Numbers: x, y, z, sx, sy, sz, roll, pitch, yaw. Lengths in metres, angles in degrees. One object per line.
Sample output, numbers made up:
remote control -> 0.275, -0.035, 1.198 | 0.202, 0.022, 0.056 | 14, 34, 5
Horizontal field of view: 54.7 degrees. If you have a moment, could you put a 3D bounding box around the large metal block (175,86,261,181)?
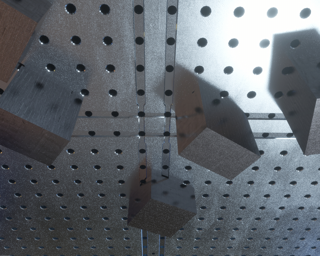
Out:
large metal block -> 0.068, 0.006, 0.382 | 0.080, 0.080, 0.050 | 27, 125, -22

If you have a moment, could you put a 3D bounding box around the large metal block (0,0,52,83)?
large metal block -> -0.167, -0.105, 0.303 | 0.080, 0.050, 0.080 | 30, 124, -23

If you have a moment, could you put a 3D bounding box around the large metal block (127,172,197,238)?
large metal block -> 0.002, 0.127, 0.504 | 0.080, 0.050, 0.080 | 23, 126, -19

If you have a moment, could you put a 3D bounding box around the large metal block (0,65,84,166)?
large metal block -> -0.145, -0.015, 0.361 | 0.080, 0.080, 0.050 | 30, 124, -23

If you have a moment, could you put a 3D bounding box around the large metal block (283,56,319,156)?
large metal block -> 0.183, -0.027, 0.355 | 0.050, 0.080, 0.080 | -7, 130, 5
